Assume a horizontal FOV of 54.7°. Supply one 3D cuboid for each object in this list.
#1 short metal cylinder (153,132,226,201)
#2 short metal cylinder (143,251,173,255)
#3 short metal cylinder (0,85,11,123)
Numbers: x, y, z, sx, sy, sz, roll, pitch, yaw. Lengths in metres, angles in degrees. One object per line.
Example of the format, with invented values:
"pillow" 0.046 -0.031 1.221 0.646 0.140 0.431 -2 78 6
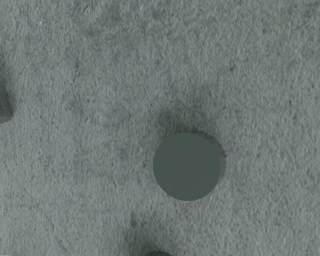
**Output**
"short metal cylinder" 0.038 0.045 0.382 0.080 0.050 0.079 0 90 19
"short metal cylinder" -0.008 0.208 0.398 0.080 0.050 0.079 0 90 19
"short metal cylinder" -0.277 -0.032 0.475 0.080 0.080 0.050 -14 86 19
